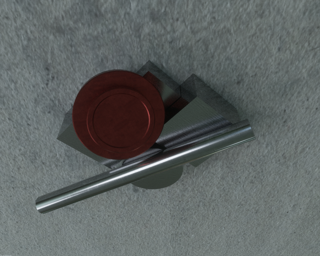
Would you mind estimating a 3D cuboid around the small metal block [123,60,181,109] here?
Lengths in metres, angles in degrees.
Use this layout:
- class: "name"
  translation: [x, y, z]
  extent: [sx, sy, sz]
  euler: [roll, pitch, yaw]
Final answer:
- class: "small metal block"
  translation: [-0.011, -0.044, 0.370]
  extent: [0.050, 0.025, 0.050]
  euler: [35, 122, -27]

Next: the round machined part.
- class: "round machined part"
  translation: [-0.042, -0.012, 0.329]
  extent: [0.099, 0.042, 0.097]
  euler: [-3, 105, -11]

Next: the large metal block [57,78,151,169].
- class: "large metal block"
  translation: [-0.066, -0.005, 0.385]
  extent: [0.080, 0.050, 0.080]
  euler: [35, 122, -26]

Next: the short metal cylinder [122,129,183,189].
- class: "short metal cylinder"
  translation: [-0.010, 0.039, 0.425]
  extent: [0.081, 0.050, 0.079]
  euler: [0, 130, 0]

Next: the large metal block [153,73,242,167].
- class: "large metal block"
  translation: [0.043, -0.007, 0.387]
  extent: [0.080, 0.050, 0.080]
  euler: [34, 122, -26]

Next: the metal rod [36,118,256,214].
- class: "metal rod"
  translation: [-0.031, 0.054, 0.389]
  extent: [0.300, 0.025, 0.025]
  euler: [-22, 127, 17]
